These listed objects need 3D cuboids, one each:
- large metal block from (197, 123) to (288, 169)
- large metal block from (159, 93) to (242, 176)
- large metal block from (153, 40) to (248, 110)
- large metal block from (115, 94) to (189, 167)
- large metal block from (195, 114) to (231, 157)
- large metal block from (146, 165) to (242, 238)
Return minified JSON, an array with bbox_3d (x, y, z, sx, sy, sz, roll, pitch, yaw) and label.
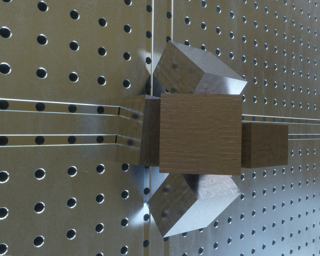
[{"bbox_3d":[0.105,0.020,0.395,0.081,0.080,0.050,2,89,-40],"label":"large metal block"},{"bbox_3d":[0.042,0.006,0.332,0.080,0.050,0.080,1,90,5],"label":"large metal block"},{"bbox_3d":[0.051,-0.066,0.405,0.081,0.080,0.050,3,127,-40],"label":"large metal block"},{"bbox_3d":[-0.005,0.006,0.388,0.081,0.050,0.080,9,85,-40],"label":"large metal block"},{"bbox_3d":[0.061,0.010,0.442,0.081,0.050,0.080,4,88,-40],"label":"large metal block"},{"bbox_3d":[0.042,0.091,0.401,0.081,0.050,0.080,3,133,-40],"label":"large metal block"}]
